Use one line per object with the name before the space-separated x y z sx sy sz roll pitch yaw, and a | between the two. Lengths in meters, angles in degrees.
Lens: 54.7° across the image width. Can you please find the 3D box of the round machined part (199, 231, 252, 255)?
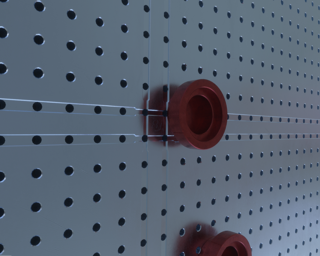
round machined part | 0.097 0.210 0.483 0.099 0.042 0.097 0 90 -40

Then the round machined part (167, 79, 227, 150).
round machined part | 0.049 -0.019 0.441 0.099 0.042 0.097 0 90 -40
